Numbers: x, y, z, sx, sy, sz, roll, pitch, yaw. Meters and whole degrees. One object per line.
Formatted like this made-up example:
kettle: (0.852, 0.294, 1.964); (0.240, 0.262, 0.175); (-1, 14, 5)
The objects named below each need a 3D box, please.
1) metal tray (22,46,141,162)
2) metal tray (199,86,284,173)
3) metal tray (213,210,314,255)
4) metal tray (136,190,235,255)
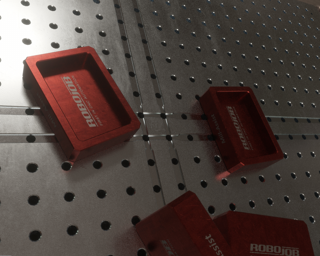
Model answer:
metal tray: (-0.094, -0.034, 0.375); (0.091, 0.030, 0.130); (-23, 74, -37)
metal tray: (0.124, -0.002, 0.474); (0.091, 0.030, 0.130); (-5, 64, -31)
metal tray: (0.133, 0.157, 0.383); (0.131, 0.030, 0.090); (13, 56, -21)
metal tray: (0.035, 0.135, 0.304); (0.030, 0.090, 0.130); (-24, 75, -37)
